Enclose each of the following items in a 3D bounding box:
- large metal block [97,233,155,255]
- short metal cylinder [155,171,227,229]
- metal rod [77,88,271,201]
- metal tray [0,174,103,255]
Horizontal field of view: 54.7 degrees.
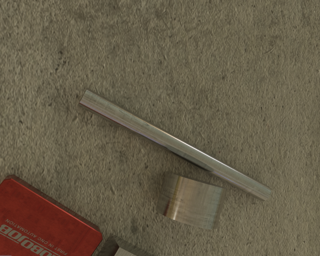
[{"bbox_3d":[-0.044,0.191,0.380,0.080,0.050,0.080,35,79,-17],"label":"large metal block"},{"bbox_3d":[0.040,0.090,0.395,0.081,0.080,0.050,18,84,-19],"label":"short metal cylinder"},{"bbox_3d":[0.032,0.030,0.421,0.301,0.025,0.025,29,81,-18],"label":"metal rod"},{"bbox_3d":[-0.145,0.125,0.353,0.130,0.030,0.090,38,78,-16],"label":"metal tray"}]
